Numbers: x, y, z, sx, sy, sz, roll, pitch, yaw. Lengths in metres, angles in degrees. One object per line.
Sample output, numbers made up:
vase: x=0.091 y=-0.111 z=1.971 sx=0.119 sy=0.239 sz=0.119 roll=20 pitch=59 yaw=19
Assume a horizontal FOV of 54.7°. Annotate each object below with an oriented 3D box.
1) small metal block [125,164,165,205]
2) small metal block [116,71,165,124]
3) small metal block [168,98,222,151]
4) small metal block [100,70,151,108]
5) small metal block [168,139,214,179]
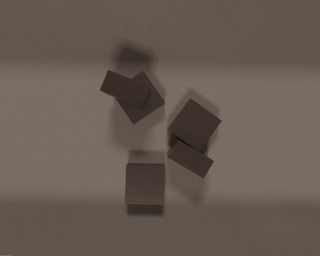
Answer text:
small metal block: x=-0.019 y=0.073 z=0.411 sx=0.050 sy=0.025 sz=0.050 roll=2 pitch=90 yaw=-1
small metal block: x=-0.028 y=-0.040 z=0.411 sx=0.050 sy=0.025 sz=0.050 roll=-34 pitch=90 yaw=0
small metal block: x=0.045 y=-0.004 z=0.412 sx=0.050 sy=0.025 sz=0.050 roll=36 pitch=90 yaw=-1
small metal block: x=-0.040 y=-0.045 z=0.373 sx=0.050 sy=0.050 sz=0.025 roll=22 pitch=90 yaw=0
small metal block: x=0.038 y=0.038 z=0.399 sx=0.050 sy=0.050 sz=0.025 roll=31 pitch=90 yaw=-1
